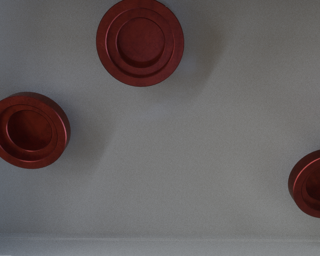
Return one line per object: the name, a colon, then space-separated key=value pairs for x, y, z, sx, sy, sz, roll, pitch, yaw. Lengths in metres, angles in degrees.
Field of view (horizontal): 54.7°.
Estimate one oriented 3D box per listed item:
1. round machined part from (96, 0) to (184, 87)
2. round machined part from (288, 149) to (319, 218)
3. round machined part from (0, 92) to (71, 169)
round machined part: x=-0.022 y=-0.101 z=0.365 sx=0.099 sy=0.042 sz=0.097 roll=0 pitch=110 yaw=0
round machined part: x=0.227 y=0.072 z=0.429 sx=0.099 sy=0.042 sz=0.097 roll=0 pitch=110 yaw=2
round machined part: x=-0.165 y=0.000 z=0.401 sx=0.099 sy=0.042 sz=0.097 roll=0 pitch=110 yaw=0
